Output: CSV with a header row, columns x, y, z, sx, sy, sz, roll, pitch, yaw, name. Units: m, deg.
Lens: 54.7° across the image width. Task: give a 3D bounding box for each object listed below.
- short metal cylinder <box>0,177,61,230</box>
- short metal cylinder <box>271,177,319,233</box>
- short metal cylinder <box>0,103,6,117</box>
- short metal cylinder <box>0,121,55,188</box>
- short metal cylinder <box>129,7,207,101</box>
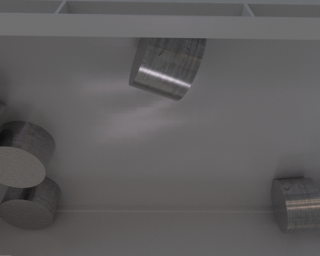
x,y,z,sx,sy,sz,roll,pitch,yaw,name
-0.204,0.117,0.490,0.081,0.050,0.079,0,130,0,short metal cylinder
0.208,0.118,0.475,0.050,0.080,0.080,-6,130,5,short metal cylinder
-0.229,-0.005,0.366,0.050,0.080,0.080,34,122,-26,short metal cylinder
-0.190,0.037,0.422,0.081,0.050,0.079,0,130,0,short metal cylinder
0.006,-0.073,0.311,0.050,0.080,0.079,17,128,-14,short metal cylinder
